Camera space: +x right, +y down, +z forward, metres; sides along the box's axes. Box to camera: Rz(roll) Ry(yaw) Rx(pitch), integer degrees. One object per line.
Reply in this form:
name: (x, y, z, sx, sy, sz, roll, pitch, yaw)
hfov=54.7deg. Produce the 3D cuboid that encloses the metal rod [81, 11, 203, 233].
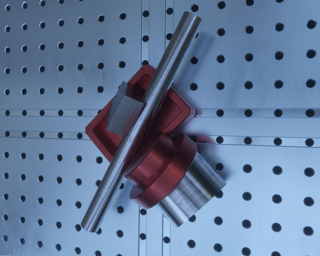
metal rod: (-0.027, 0.000, 0.389, 0.025, 0.025, 0.298, 30, 99, 17)

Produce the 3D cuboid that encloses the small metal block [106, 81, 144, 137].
small metal block: (-0.046, -0.025, 0.391, 0.025, 0.050, 0.050, 23, 112, -20)

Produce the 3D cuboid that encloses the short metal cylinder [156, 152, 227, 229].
short metal cylinder: (0.032, 0.074, 0.370, 0.080, 0.080, 0.050, -45, 76, 14)

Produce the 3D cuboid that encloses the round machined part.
round machined part: (-0.005, 0.043, 0.364, 0.042, 0.098, 0.098, 41, 103, -7)

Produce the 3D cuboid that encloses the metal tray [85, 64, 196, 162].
metal tray: (-0.028, -0.009, 0.418, 0.130, 0.030, 0.090, -45, 77, 14)
